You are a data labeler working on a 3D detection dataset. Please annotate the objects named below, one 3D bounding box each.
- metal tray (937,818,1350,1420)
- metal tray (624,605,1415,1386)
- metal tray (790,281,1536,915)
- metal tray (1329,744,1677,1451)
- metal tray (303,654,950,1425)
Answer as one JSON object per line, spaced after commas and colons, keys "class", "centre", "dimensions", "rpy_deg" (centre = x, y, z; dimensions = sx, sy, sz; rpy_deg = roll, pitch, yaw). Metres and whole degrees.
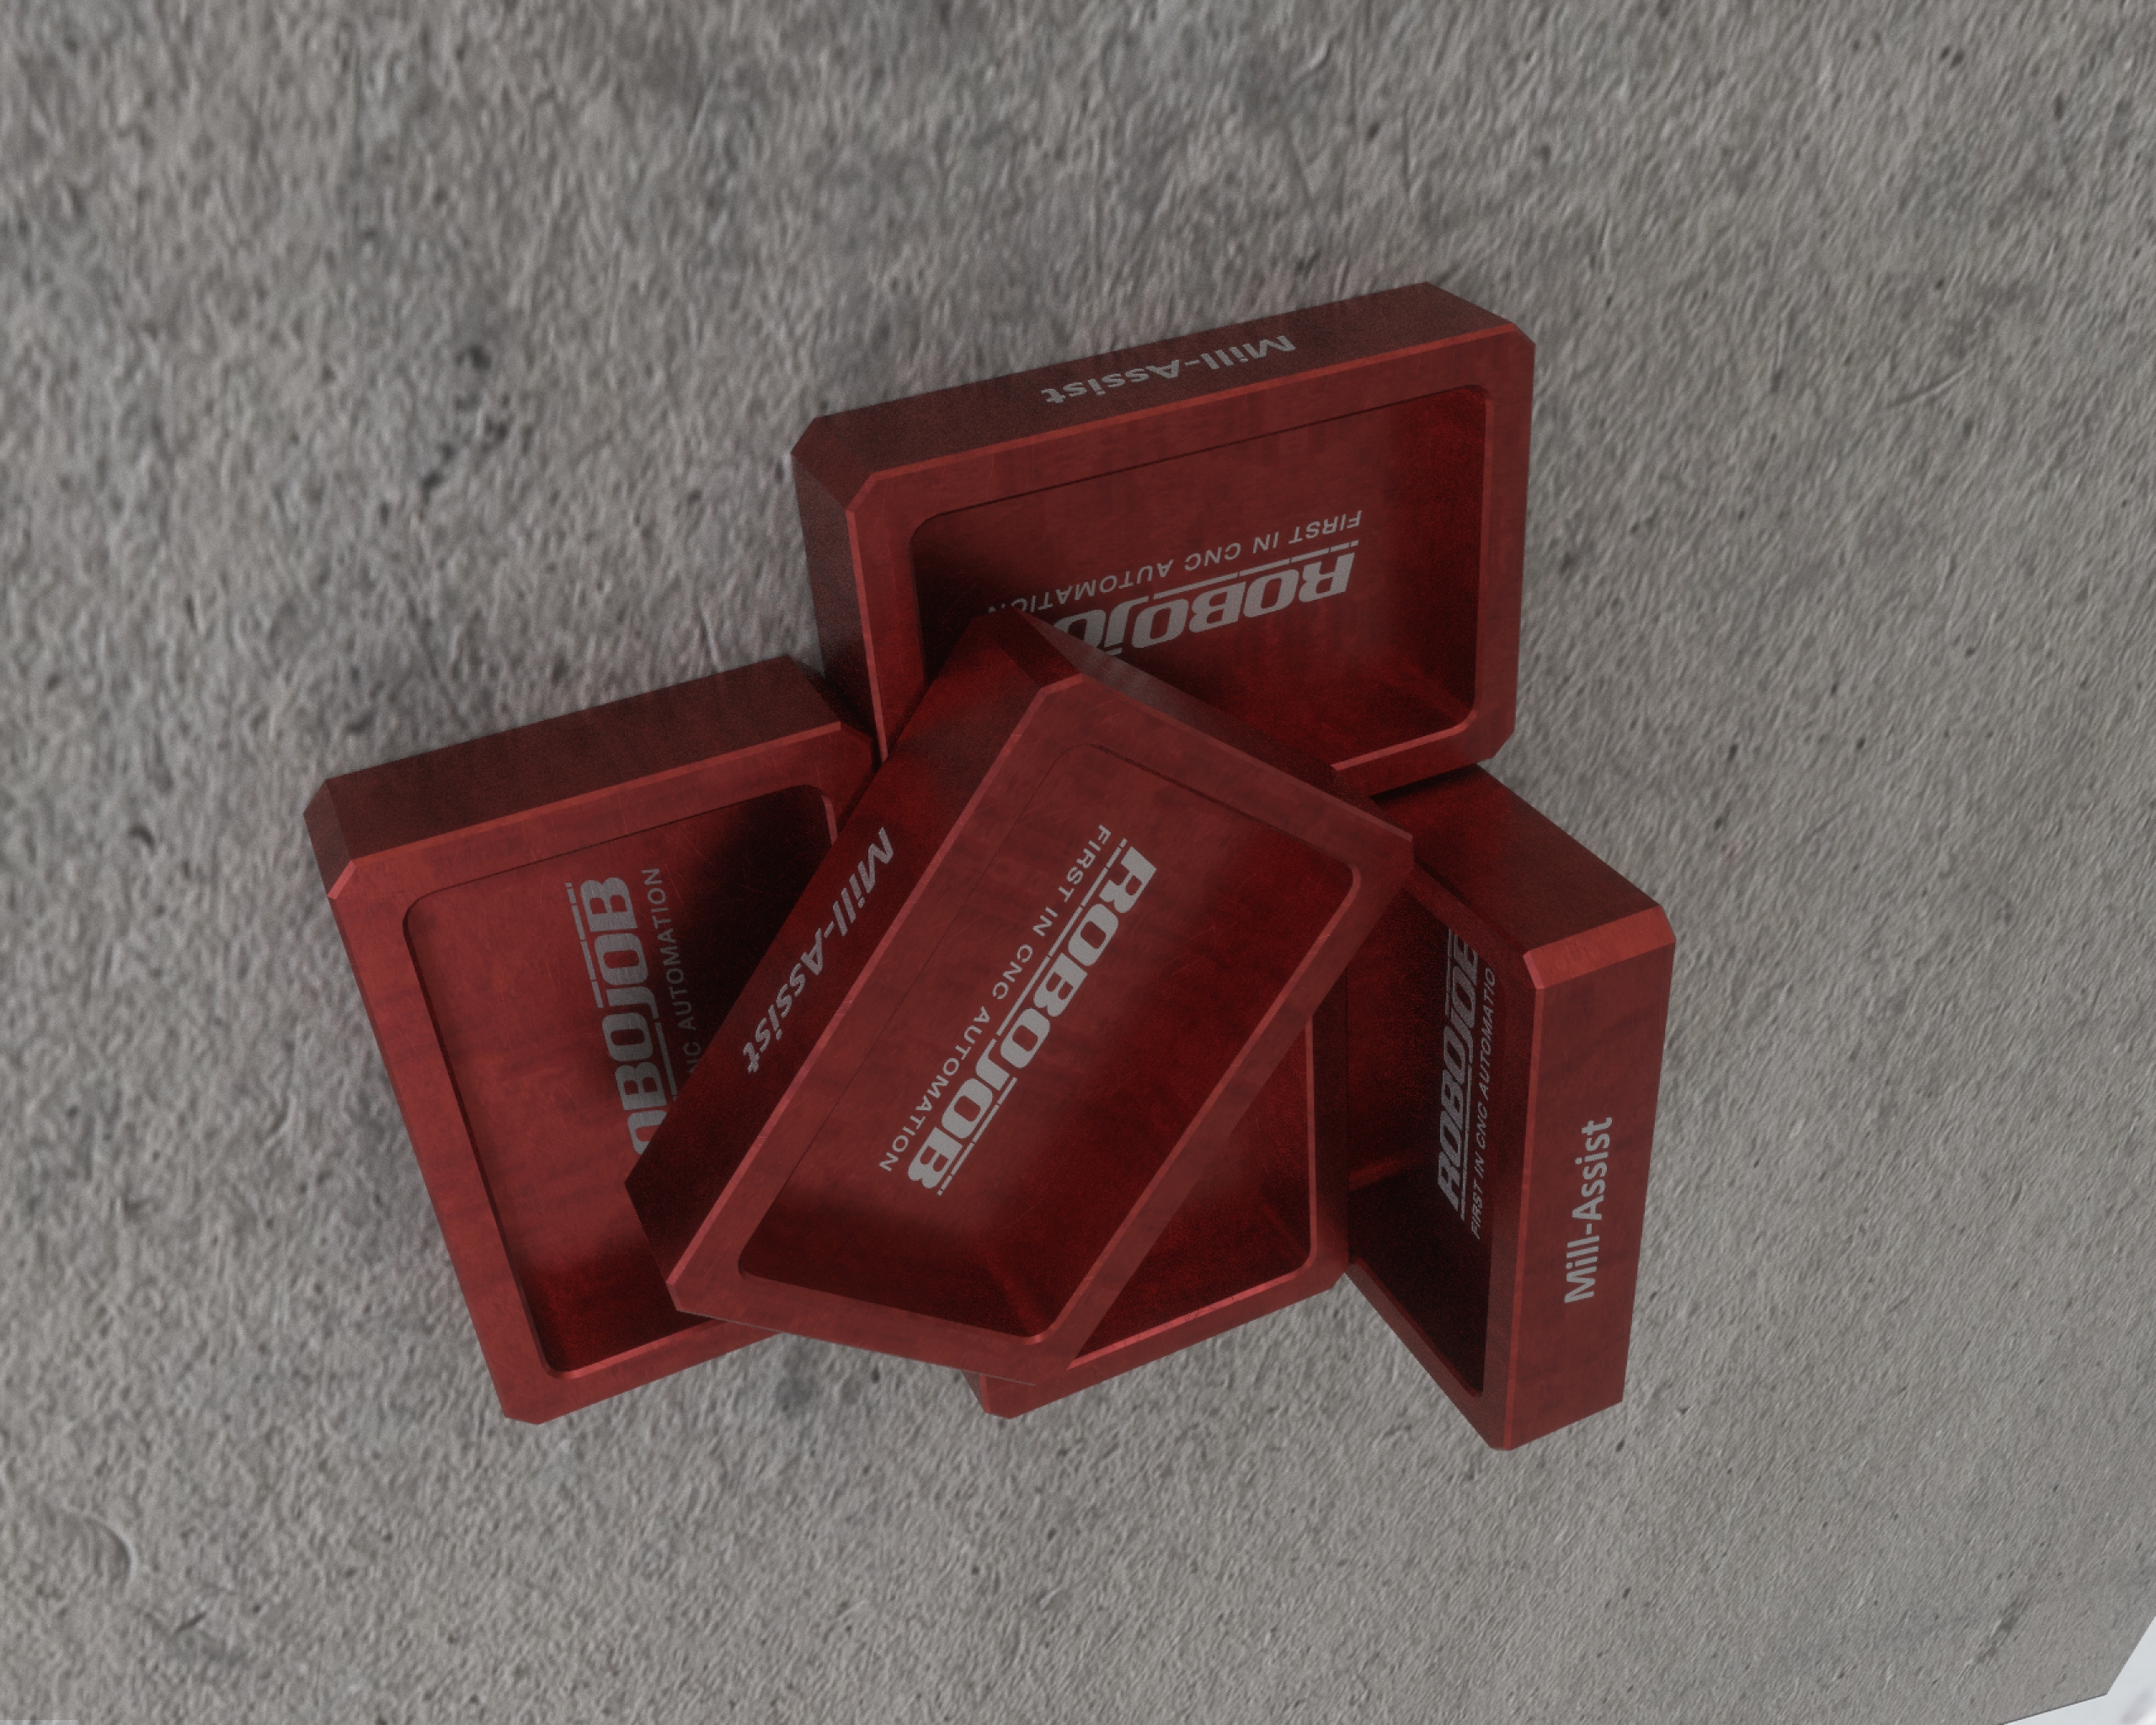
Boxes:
{"class": "metal tray", "centre": [0.010, 0.049, 0.439], "dimensions": [0.091, 0.030, 0.129], "rpy_deg": [-18, 126, -18]}
{"class": "metal tray", "centre": [-0.010, 0.029, 0.376], "dimensions": [0.090, 0.030, 0.129], "rpy_deg": [23, 106, -37]}
{"class": "metal tray", "centre": [0.019, -0.048, 0.384], "dimensions": [0.131, 0.030, 0.089], "rpy_deg": [-17, 125, -19]}
{"class": "metal tray", "centre": [0.079, 0.046, 0.436], "dimensions": [0.030, 0.090, 0.129], "rpy_deg": [-17, 126, -19]}
{"class": "metal tray", "centre": [-0.077, 0.035, 0.382], "dimensions": [0.091, 0.030, 0.129], "rpy_deg": [-18, 126, -18]}
